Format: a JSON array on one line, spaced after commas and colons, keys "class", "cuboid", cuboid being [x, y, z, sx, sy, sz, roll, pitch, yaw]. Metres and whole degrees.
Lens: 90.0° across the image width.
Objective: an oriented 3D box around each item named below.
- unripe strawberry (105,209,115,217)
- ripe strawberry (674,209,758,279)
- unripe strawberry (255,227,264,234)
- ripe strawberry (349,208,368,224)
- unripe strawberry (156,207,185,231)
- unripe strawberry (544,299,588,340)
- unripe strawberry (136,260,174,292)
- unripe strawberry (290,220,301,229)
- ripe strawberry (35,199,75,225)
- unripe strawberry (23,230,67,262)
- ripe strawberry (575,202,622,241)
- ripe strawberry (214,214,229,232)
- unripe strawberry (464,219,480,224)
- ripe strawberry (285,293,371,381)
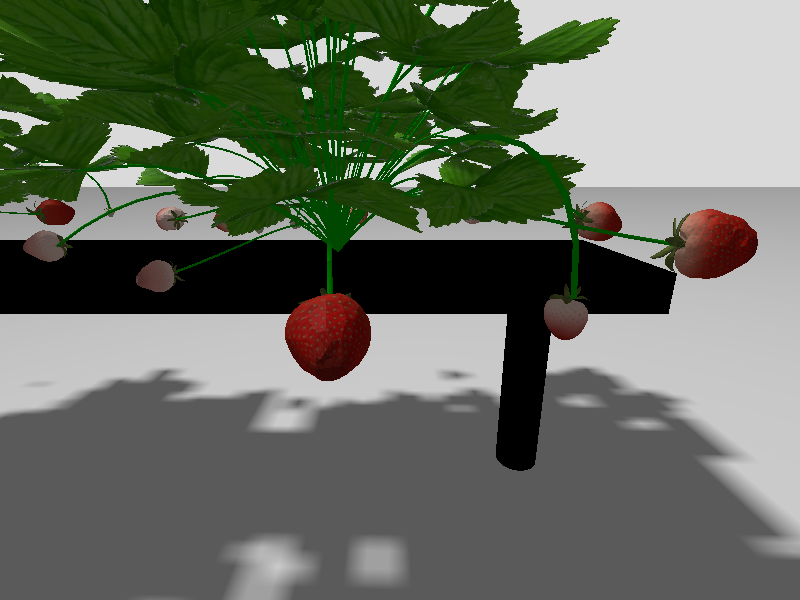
[{"class": "unripe strawberry", "cuboid": [-0.387, -0.117, 0.535, 0.011, 0.011, 0.010, 10, 20, 30]}, {"class": "ripe strawberry", "cuboid": [0.196, -0.034, 0.250, 0.042, 0.044, 0.039, 7, 19, 21]}, {"class": "unripe strawberry", "cuboid": [-0.150, -0.076, 0.424, 0.011, 0.011, 0.011, 14, 22, 37]}, {"class": "ripe strawberry", "cuboid": [-0.057, -0.118, 0.552, 0.025, 0.026, 0.027, 0, 17, -1]}, {"class": "unripe strawberry", "cuboid": [-0.274, -0.097, 0.476, 0.032, 0.027, 0.032, 10, 20, 30]}, {"class": "unripe strawberry", "cuboid": [0.066, 0.008, 0.160, 0.016, 0.017, 0.018, -10, 20, -30]}, {"class": "unripe strawberry", "cuboid": [-0.140, -0.013, 0.228, 0.018, 0.019, 0.019, 11, 21, 32]}, {"class": "unripe strawberry", "cuboid": [-0.127, -0.093, 0.490, 0.015, 0.014, 0.014, -9, -27, -25]}, {"class": "ripe strawberry", "cuboid": [-0.444, -0.113, 0.518, 0.039, 0.033, 0.039, 6, 18, 18]}, {"class": "unripe strawberry", "cuboid": [-0.276, -0.042, 0.310, 0.025, 0.024, 0.023, -5, 18, -10]}, {"class": "ripe strawberry", "cuboid": [0.197, -0.077, 0.395, 0.043, 0.037, 0.043, 6, 16, -14]}, {"class": "ripe strawberry", "cuboid": [-0.208, -0.093, 0.474, 0.027, 0.027, 0.025, 14, 22, 38]}, {"class": "unripe strawberry", "cuboid": [0.099, -0.115, 0.531, 0.034, 0.031, 0.031, 13, -1, 37]}, {"class": "ripe strawberry", "cuboid": [-0.023, 0.013, 0.128, 0.028, 0.029, 0.030, -2, 27, -8]}]
